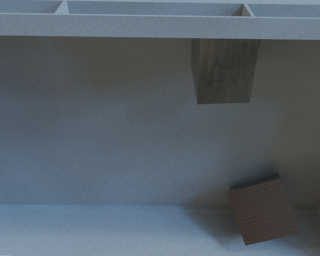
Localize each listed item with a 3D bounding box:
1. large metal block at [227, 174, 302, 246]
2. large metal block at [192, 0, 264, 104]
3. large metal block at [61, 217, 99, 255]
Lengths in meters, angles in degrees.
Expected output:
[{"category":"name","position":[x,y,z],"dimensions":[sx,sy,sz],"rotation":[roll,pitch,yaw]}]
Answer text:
[{"category":"large metal block","position":[0.156,0.122,0.470],"dimensions":[0.080,0.050,0.080],"rotation":[-20,83,16]},{"category":"large metal block","position":[0.060,-0.080,0.305],"dimensions":[0.050,0.080,0.079],"rotation":[-2,130,1]},{"category":"large metal block","position":[-0.145,0.222,0.563],"dimensions":[0.050,0.080,0.079],"rotation":[8,130,-7]}]
